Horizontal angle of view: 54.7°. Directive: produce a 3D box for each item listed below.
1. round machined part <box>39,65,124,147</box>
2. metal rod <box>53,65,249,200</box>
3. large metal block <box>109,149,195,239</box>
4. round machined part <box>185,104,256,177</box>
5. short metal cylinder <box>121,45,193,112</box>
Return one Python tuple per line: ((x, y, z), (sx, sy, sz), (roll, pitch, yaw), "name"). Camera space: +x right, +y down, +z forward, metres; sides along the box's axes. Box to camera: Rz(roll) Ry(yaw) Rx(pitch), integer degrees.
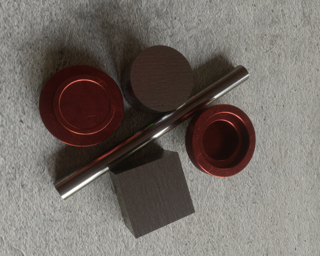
((-0.091, -0.026, 0.367), (0.099, 0.042, 0.097), (0, 90, -20), "round machined part")
((0.001, -0.003, 0.411), (0.302, 0.025, 0.025), (-33, 101, -17), "metal rod")
((-0.012, 0.079, 0.393), (0.081, 0.050, 0.080), (-18, 96, -19), "large metal block")
((0.079, 0.017, 0.430), (0.099, 0.042, 0.097), (0, 90, -20), "round machined part")
((-0.005, -0.059, 0.394), (0.081, 0.050, 0.079), (0, 90, -20), "short metal cylinder")
